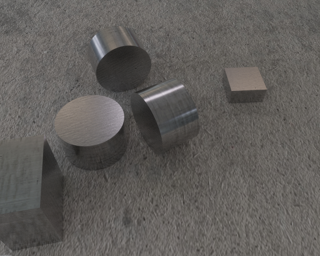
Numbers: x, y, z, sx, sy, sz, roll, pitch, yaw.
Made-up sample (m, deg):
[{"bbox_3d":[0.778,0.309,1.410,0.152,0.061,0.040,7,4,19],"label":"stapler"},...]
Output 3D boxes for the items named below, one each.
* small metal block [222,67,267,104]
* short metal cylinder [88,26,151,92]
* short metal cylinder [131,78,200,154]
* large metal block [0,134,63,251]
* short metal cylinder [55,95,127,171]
[{"bbox_3d":[0.123,-0.064,0.458,0.050,0.025,0.050,-3,50,-3],"label":"small metal block"},{"bbox_3d":[-0.059,-0.099,0.450,0.081,0.080,0.050,-17,52,-14],"label":"short metal cylinder"},{"bbox_3d":[0.005,-0.015,0.380,0.050,0.080,0.080,-24,54,-19],"label":"short metal cylinder"},{"bbox_3d":[-0.133,0.065,0.311,0.050,0.080,0.080,-9,51,-7],"label":"large metal block"},{"bbox_3d":[-0.082,0.005,0.382,0.081,0.050,0.080,0,50,0],"label":"short metal cylinder"}]
